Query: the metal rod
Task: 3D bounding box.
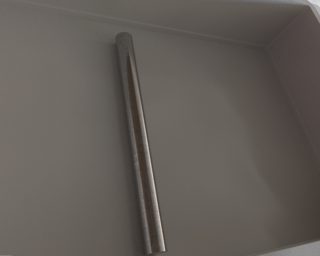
[{"bbox_3d":[-0.029,-0.001,0.390,0.025,0.025,0.299,4,60,-26],"label":"metal rod"}]
